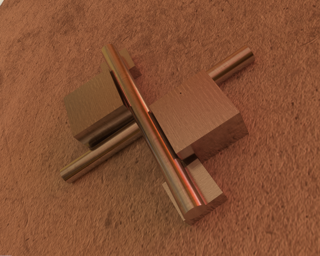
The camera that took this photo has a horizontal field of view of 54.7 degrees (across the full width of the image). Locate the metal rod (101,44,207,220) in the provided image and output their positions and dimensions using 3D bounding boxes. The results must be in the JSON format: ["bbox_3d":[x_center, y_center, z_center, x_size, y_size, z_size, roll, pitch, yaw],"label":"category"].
[{"bbox_3d":[-0.023,-0.020,0.396,0.025,0.025,0.300,-34,51,6],"label":"metal rod"}]

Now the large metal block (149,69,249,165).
[{"bbox_3d":[0.046,-0.010,0.371,0.080,0.050,0.080,-34,51,6],"label":"large metal block"}]

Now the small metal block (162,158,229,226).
[{"bbox_3d":[0.038,0.071,0.343,0.050,0.025,0.050,-37,51,3],"label":"small metal block"}]

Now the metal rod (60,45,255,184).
[{"bbox_3d":[-0.007,-0.015,0.419,0.300,0.025,0.025,-34,52,6],"label":"metal rod"}]

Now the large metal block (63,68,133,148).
[{"bbox_3d":[-0.084,-0.026,0.447,0.080,0.050,0.080,-32,52,7],"label":"large metal block"}]

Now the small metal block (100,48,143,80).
[{"bbox_3d":[-0.063,-0.093,0.496,0.050,0.025,0.050,-32,52,7],"label":"small metal block"}]
